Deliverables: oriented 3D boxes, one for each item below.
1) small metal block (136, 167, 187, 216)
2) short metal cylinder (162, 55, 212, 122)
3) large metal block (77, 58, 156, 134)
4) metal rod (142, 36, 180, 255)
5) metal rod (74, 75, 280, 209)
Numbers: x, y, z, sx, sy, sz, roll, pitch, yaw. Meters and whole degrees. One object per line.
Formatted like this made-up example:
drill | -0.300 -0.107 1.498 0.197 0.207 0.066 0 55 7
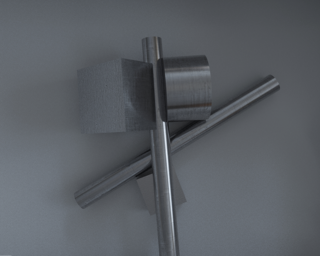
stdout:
small metal block | 0.002 0.081 0.410 0.050 0.025 0.050 -21 90 -1
short metal cylinder | 0.031 -0.048 0.382 0.050 0.080 0.079 -4 90 -2
large metal block | -0.054 -0.035 0.377 0.080 0.050 0.079 -3 90 40
metal rod | 0.002 0.038 0.384 0.025 0.025 0.298 -5 89 -1
metal rod | 0.023 0.018 0.410 0.301 0.025 0.025 -31 90 -1
